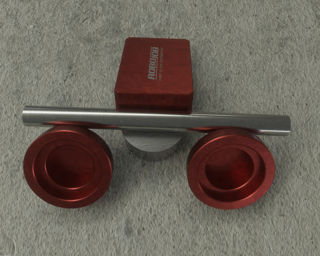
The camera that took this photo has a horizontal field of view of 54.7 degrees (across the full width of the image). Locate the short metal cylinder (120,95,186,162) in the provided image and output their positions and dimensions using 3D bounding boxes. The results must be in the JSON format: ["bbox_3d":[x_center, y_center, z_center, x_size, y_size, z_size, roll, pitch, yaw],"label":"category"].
[{"bbox_3d":[-0.008,-0.001,0.397,0.081,0.050,0.080,0,70,0],"label":"short metal cylinder"}]

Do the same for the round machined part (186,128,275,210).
[{"bbox_3d":[0.080,0.044,0.367,0.099,0.042,0.097,0,113,0],"label":"round machined part"}]

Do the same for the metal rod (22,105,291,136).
[{"bbox_3d":[-0.004,-0.008,0.360,0.302,0.025,0.025,2,70,0],"label":"metal rod"}]

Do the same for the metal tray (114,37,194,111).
[{"bbox_3d":[-0.005,-0.073,0.405,0.091,0.030,0.130,2,44,0],"label":"metal tray"}]

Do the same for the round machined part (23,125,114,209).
[{"bbox_3d":[-0.104,0.042,0.367,0.099,0.042,0.097,0,108,-1],"label":"round machined part"}]
